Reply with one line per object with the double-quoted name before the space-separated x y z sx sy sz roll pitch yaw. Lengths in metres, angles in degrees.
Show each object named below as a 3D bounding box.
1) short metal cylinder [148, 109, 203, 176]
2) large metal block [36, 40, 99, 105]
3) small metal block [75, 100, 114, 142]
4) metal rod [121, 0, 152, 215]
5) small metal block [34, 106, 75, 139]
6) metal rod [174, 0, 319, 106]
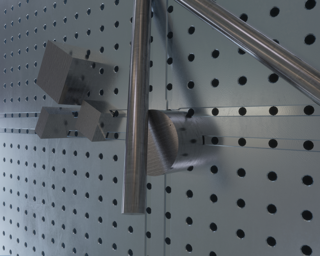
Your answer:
"short metal cylinder" 0.006 0.018 0.388 0.080 0.050 0.080 0 90 40
"large metal block" -0.158 -0.093 0.524 0.080 0.050 0.079 37 113 34
"small metal block" -0.106 -0.012 0.498 0.050 0.025 0.050 34 111 35
"metal rod" -0.025 -0.050 0.376 0.025 0.025 0.299 -17 62 38
"small metal block" -0.186 -0.009 0.547 0.025 0.050 0.050 40 114 33
"metal rod" 0.085 -0.105 0.338 0.300 0.025 0.025 48 118 29
